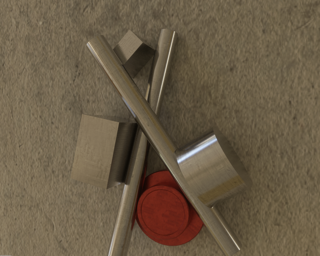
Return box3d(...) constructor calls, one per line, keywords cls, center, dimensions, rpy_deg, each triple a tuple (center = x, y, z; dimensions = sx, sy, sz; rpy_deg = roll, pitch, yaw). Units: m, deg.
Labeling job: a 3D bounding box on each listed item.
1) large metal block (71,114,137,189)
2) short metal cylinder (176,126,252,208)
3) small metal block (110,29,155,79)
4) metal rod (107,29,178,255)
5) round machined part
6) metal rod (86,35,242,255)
box3d(cls="large metal block", center=(-0.064, 0.027, 0.403), dimensions=(0.050, 0.080, 0.079), rpy_deg=(13, 94, 19))
box3d(cls="short metal cylinder", center=(0.063, 0.045, 0.359), dimensions=(0.050, 0.080, 0.080), rpy_deg=(-34, 80, 17))
box3d(cls="small metal block", center=(-0.037, -0.096, 0.409), dimensions=(0.050, 0.050, 0.025), rpy_deg=(-47, 76, 14))
box3d(cls="metal rod", center=(-0.022, 0.020, 0.401), dimensions=(0.025, 0.025, 0.298), rpy_deg=(12, 88, 19))
box3d(cls="round machined part", center=(0.010, 0.103, 0.398), dimensions=(0.098, 0.042, 0.097), rpy_deg=(0, 90, 19))
box3d(cls="metal rod", center=(0.004, 0.020, 0.372), dimensions=(0.025, 0.025, 0.299), rpy_deg=(-34, 88, 16))
